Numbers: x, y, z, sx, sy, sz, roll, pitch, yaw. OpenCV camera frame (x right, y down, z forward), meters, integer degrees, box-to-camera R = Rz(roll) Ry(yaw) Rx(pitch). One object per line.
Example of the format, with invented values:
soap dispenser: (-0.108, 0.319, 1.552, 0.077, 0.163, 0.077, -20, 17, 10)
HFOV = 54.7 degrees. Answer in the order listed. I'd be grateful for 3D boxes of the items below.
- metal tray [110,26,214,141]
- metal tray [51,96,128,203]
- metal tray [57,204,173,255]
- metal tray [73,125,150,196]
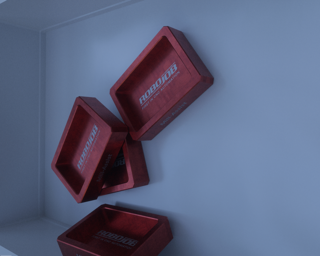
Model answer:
metal tray: (-0.004, -0.054, 0.404, 0.129, 0.030, 0.090, -43, 65, 31)
metal tray: (-0.106, 0.031, 0.448, 0.090, 0.030, 0.129, 40, 114, 32)
metal tray: (-0.060, 0.145, 0.408, 0.130, 0.091, 0.030, -1, 110, 39)
metal tray: (-0.081, 0.054, 0.467, 0.130, 0.030, 0.090, -21, 77, 37)
